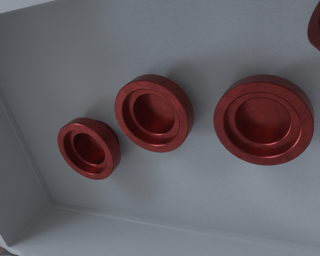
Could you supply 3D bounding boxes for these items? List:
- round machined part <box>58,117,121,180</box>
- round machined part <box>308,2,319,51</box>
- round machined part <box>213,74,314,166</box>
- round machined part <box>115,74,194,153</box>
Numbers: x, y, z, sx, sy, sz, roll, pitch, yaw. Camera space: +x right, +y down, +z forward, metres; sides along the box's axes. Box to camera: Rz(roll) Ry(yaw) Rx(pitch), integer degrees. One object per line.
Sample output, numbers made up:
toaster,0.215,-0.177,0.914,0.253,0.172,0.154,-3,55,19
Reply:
round machined part,-0.101,0.027,0.468,0.098,0.042,0.097,13,124,21
round machined part,0.164,-0.087,0.225,0.042,0.098,0.098,32,131,-17
round machined part,0.111,-0.011,0.332,0.098,0.042,0.097,13,124,21
round machined part,-0.003,-0.021,0.386,0.098,0.042,0.097,13,124,21
